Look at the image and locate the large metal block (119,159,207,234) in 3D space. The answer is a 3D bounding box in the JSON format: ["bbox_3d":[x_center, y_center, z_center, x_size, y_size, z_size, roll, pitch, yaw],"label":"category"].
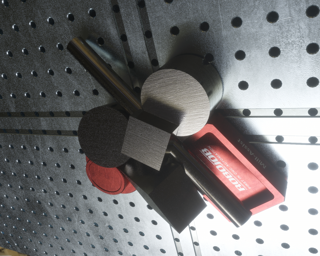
[{"bbox_3d":[0.003,0.077,0.402,0.080,0.050,0.080,26,154,55],"label":"large metal block"}]

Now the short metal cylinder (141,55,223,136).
[{"bbox_3d":[0.026,-0.038,0.354,0.080,0.050,0.079,13,124,21],"label":"short metal cylinder"}]

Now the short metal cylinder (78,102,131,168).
[{"bbox_3d":[-0.060,0.007,0.412,0.080,0.050,0.079,4,103,19],"label":"short metal cylinder"}]

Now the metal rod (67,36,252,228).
[{"bbox_3d":[-0.006,-0.001,0.377,0.300,0.025,0.025,46,130,8],"label":"metal rod"}]

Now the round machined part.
[{"bbox_3d":[-0.073,0.062,0.471,0.098,0.042,0.097,13,124,21],"label":"round machined part"}]

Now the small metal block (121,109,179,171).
[{"bbox_3d":[-0.012,0.013,0.352,0.050,0.025,0.050,24,119,14],"label":"small metal block"}]

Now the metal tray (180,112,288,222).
[{"bbox_3d":[0.082,0.054,0.393,0.130,0.030,0.090,45,129,-4],"label":"metal tray"}]
